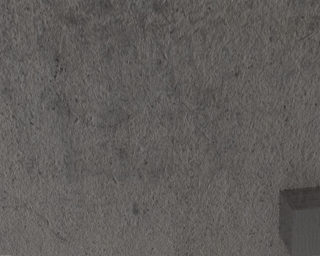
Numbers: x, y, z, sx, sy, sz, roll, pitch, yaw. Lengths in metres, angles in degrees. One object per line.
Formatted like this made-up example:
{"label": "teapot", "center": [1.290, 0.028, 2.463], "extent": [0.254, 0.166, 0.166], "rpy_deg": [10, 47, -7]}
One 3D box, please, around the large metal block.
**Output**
{"label": "large metal block", "center": [0.222, 0.134, 0.448], "extent": [0.080, 0.050, 0.079], "rpy_deg": [-7, 110, 2]}
